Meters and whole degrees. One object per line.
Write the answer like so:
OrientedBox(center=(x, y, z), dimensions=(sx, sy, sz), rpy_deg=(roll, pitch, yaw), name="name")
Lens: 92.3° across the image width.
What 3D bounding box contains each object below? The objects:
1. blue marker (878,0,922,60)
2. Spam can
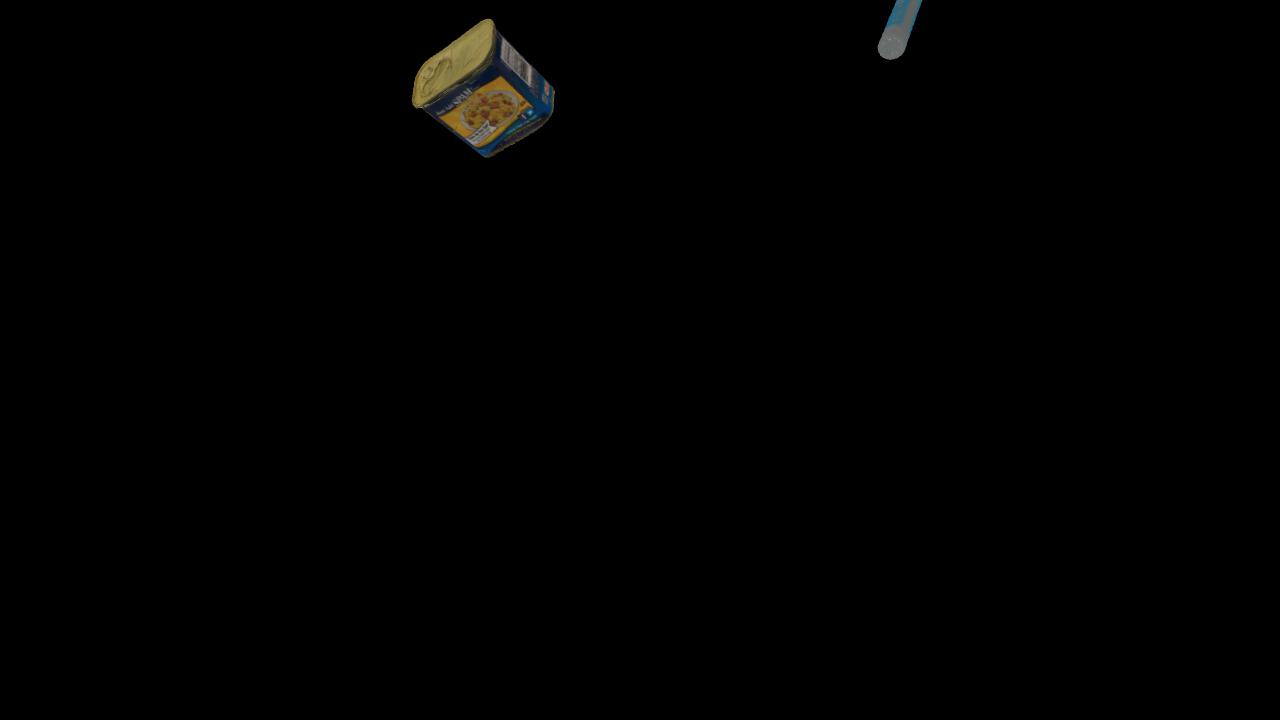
OrientedBox(center=(0.203, -0.270, 0.464), dimensions=(0.020, 0.121, 0.020), rpy_deg=(21, -27, 11), name="blue marker")
OrientedBox(center=(-0.142, -0.244, 0.567), dimensions=(0.101, 0.058, 0.085), rpy_deg=(-17, -28, 29), name="Spam can")
